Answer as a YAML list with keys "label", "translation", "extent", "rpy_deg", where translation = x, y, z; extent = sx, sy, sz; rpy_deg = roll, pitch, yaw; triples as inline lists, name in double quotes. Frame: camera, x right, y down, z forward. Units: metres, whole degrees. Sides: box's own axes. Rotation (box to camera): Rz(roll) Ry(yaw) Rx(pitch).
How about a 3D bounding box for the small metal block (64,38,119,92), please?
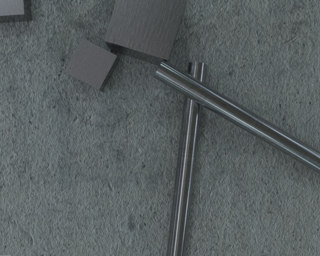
- label: "small metal block"
  translation: [-0.089, -0.082, 0.409]
  extent: [0.050, 0.025, 0.050]
  rpy_deg: [28, 90, -1]

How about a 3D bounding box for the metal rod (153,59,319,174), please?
- label: "metal rod"
  translation: [0.128, 0.000, 0.395]
  extent: [0.301, 0.025, 0.025]
  rpy_deg: [29, 90, -7]

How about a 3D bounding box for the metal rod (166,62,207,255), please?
- label: "metal rod"
  translation: [0.033, 0.064, 0.410]
  extent: [0.025, 0.025, 0.298]
  rpy_deg: [7, 90, -1]

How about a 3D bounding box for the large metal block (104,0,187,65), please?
- label: "large metal block"
  translation: [-0.017, -0.131, 0.397]
  extent: [0.080, 0.050, 0.080]
  rpy_deg: [17, 90, -1]

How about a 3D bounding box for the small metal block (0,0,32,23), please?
- label: "small metal block"
  translation: [-0.200, -0.168, 0.407]
  extent: [0.050, 0.025, 0.050]
  rpy_deg: [-4, 90, -1]
